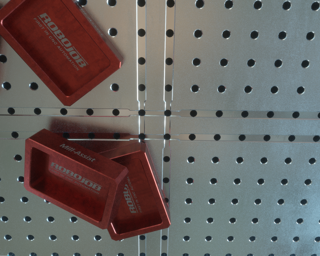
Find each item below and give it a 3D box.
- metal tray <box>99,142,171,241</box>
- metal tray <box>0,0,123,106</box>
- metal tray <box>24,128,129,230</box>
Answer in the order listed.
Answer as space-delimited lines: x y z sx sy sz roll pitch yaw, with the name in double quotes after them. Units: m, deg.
-0.045 0.093 0.444 0.090 0.030 0.129 -16 110 5 "metal tray"
-0.119 -0.102 0.371 0.090 0.030 0.130 -35 107 11 "metal tray"
-0.112 0.066 0.402 0.130 0.030 0.089 24 122 10 "metal tray"
